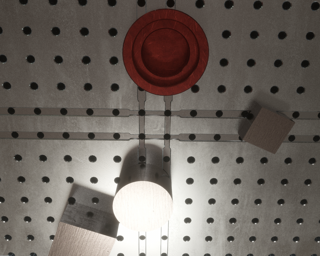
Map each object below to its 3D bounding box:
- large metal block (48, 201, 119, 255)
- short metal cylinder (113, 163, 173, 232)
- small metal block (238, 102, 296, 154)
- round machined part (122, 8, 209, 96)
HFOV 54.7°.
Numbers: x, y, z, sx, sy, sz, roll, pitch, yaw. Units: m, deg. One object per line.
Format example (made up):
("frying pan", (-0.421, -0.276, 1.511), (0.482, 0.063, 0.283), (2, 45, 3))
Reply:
("large metal block", (-0.113, 0.166, 0.460), (0.080, 0.050, 0.079), (20, 109, -8))
("short metal cylinder", (-0.023, 0.097, 0.436), (0.081, 0.050, 0.079), (0, 110, -1))
("small metal block", (0.142, 0.000, 0.416), (0.050, 0.025, 0.050), (23, 108, -9))
("round machined part", (0.006, -0.091, 0.371), (0.099, 0.042, 0.097), (0, 110, -1))
